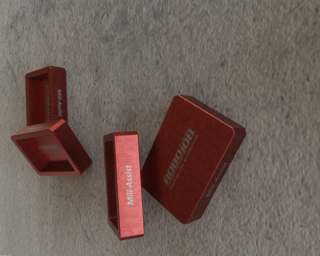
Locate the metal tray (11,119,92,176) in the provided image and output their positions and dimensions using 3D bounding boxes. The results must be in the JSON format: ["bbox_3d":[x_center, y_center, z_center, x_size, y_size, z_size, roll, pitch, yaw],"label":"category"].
[{"bbox_3d":[-0.184,0.037,0.520,0.130,0.030,0.090,-8,119,39],"label":"metal tray"}]

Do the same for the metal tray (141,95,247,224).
[{"bbox_3d":[0.033,0.036,0.373,0.090,0.030,0.129,36,112,33],"label":"metal tray"}]

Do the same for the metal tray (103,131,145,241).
[{"bbox_3d":[-0.051,0.071,0.413,0.090,0.030,0.129,167,99,-71],"label":"metal tray"}]

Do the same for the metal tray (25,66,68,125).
[{"bbox_3d":[-0.210,-0.042,0.571,0.090,0.030,0.129,-4,87,39],"label":"metal tray"}]
